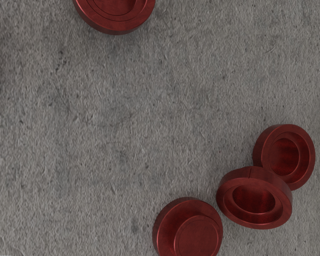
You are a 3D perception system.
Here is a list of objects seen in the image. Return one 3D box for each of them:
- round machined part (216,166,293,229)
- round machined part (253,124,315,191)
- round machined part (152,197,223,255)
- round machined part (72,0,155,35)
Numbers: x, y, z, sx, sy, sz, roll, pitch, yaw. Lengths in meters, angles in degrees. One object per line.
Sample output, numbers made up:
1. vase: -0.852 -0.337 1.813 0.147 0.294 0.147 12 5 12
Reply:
1. round machined part: 0.130 0.091 0.429 0.098 0.098 0.042 48 39 -14
2. round machined part: 0.180 0.043 0.466 0.099 0.042 0.097 0 90 -20
3. round machined part: 0.043 0.145 0.416 0.099 0.042 0.097 0 90 -20
4. round machined part: -0.058 -0.162 0.378 0.099 0.042 0.097 0 90 -20
